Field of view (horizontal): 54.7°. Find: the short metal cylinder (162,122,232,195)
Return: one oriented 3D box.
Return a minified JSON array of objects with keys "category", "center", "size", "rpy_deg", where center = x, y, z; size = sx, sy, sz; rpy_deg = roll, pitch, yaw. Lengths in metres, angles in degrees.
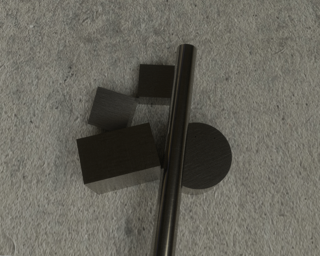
[{"category":"short metal cylinder","center":[0.043,0.039,0.381],"size":[0.081,0.050,0.080],"rpy_deg":[0,70,0]}]

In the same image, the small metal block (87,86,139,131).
[{"category":"small metal block","center":[-0.061,-0.023,0.406],"size":[0.050,0.025,0.050],"rpy_deg":[18,97,6]}]

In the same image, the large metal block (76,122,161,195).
[{"category":"large metal block","center":[-0.045,0.039,0.364],"size":[0.081,0.080,0.050],"rpy_deg":[-13,71,-5]}]

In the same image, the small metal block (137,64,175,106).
[{"category":"small metal block","center":[-0.004,-0.060,0.430],"size":[0.050,0.025,0.050],"rpy_deg":[3,70,0]}]

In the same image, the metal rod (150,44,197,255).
[{"category":"metal rod","center":[0.015,0.040,0.340],"size":[0.025,0.025,0.299],"rpy_deg":[7,70,2]}]
